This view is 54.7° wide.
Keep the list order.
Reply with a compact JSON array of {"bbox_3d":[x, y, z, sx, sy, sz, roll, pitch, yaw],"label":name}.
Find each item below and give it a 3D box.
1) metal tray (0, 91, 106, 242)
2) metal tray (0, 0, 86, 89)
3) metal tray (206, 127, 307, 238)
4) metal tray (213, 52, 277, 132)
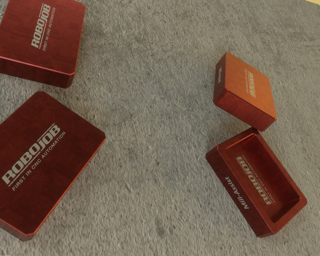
[{"bbox_3d":[-0.127,0.033,0.312,0.090,0.030,0.130,35,51,-5],"label":"metal tray"},{"bbox_3d":[-0.149,-0.119,0.393,0.091,0.030,0.130,12,57,-22],"label":"metal tray"},{"bbox_3d":[0.134,0.070,0.428,0.091,0.030,0.130,-23,74,-36],"label":"metal tray"},{"bbox_3d":[0.132,-0.061,0.488,0.090,0.030,0.130,29,37,-10],"label":"metal tray"}]
